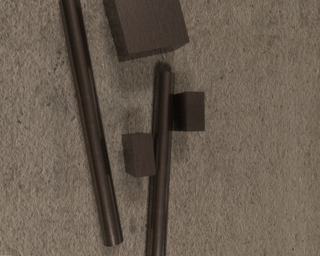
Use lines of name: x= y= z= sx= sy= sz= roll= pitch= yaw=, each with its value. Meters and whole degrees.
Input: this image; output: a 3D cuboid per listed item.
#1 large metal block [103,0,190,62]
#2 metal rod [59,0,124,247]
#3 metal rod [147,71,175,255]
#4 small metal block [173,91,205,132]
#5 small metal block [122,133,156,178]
large metal block: x=-0.018 y=-0.134 z=0.390 sx=0.081 sy=0.050 sz=0.080 roll=-17 pitch=96 yaw=-20
metal rod: x=-0.083 y=-0.004 z=0.378 sx=0.025 sy=0.025 sz=0.298 roll=-11 pitch=94 yaw=-20
metal rod: x=0.000 y=0.076 z=0.410 sx=0.025 sy=0.025 sz=0.298 roll=3 pitch=89 yaw=-20
small metal block: x=0.036 y=-0.021 z=0.410 sx=0.025 sy=0.050 sz=0.050 roll=-1 pitch=91 yaw=-20
small metal block: x=-0.027 y=0.032 z=0.387 sx=0.025 sy=0.050 sz=0.050 roll=-6 pitch=93 yaw=-20
